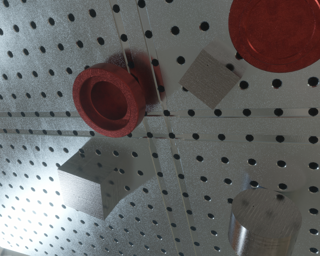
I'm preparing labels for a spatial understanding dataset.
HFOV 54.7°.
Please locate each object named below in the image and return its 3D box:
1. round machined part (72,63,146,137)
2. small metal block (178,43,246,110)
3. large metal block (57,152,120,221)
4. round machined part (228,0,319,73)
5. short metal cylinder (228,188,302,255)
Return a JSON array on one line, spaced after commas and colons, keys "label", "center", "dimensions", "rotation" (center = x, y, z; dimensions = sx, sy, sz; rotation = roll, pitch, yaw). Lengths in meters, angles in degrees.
[{"label": "round machined part", "center": [-0.062, -0.039, 0.409], "dimensions": [0.098, 0.042, 0.097], "rotation": [13, 124, 21]}, {"label": "small metal block", "center": [0.057, -0.057, 0.346], "dimensions": [0.050, 0.025, 0.050], "rotation": [39, 129, 1]}, {"label": "large metal block", "center": [-0.116, 0.096, 0.516], "dimensions": [0.080, 0.050, 0.079], "rotation": [15, 125, 20]}, {"label": "round machined part", "center": [0.111, -0.096, 0.282], "dimensions": [0.098, 0.042, 0.097], "rotation": [13, 124, 21]}, {"label": "short metal cylinder", "center": [0.127, 0.120, 0.383], "dimensions": [0.080, 0.080, 0.050], "rotation": [13, 124, 21]}]
